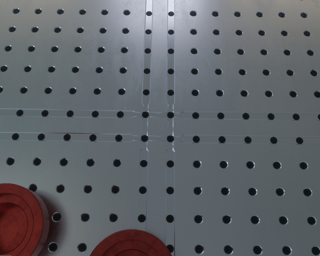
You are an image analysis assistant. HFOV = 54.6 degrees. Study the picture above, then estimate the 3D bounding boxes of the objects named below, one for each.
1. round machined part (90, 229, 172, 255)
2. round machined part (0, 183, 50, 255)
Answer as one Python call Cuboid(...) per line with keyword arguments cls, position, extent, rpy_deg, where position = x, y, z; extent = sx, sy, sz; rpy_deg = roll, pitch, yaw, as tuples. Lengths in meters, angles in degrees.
Cuboid(cls="round machined part", position=(-0.031, 0.164, 0.343), extent=(0.099, 0.042, 0.098), rpy_deg=(0, 70, 0))
Cuboid(cls="round machined part", position=(-0.178, 0.116, 0.359), extent=(0.099, 0.042, 0.098), rpy_deg=(0, 70, 0))
